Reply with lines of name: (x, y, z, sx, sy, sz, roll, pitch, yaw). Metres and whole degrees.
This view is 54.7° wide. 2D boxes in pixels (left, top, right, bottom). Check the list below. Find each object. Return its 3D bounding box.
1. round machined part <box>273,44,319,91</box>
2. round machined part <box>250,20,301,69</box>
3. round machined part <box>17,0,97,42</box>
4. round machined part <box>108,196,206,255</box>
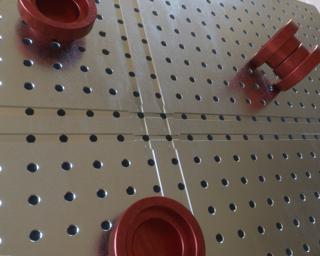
round machined part: (0.247, -0.116, 0.569, 0.042, 0.097, 0.099, 44, 51, 2)
round machined part: (0.219, -0.148, 0.572, 0.042, 0.097, 0.099, 44, 51, 1)
round machined part: (-0.139, -0.155, 0.418, 0.099, 0.042, 0.098, 14, 56, -21)
round machined part: (-0.006, 0.124, 0.320, 0.099, 0.042, 0.098, 14, 56, -21)
